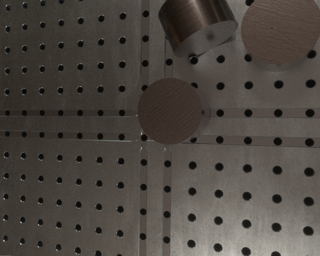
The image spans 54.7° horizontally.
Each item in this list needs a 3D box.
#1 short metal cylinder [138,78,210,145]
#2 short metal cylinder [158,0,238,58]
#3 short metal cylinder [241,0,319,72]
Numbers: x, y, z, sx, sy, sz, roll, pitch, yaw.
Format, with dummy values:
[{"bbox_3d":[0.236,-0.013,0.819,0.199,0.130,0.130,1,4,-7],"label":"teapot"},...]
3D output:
[{"bbox_3d":[0.019,-0.020,0.392,0.080,0.050,0.079,0,90,19],"label":"short metal cylinder"},{"bbox_3d":[0.045,-0.125,0.367,0.080,0.080,0.050,-25,82,18],"label":"short metal cylinder"},{"bbox_3d":[0.136,-0.108,0.352,0.080,0.050,0.079,0,90,19],"label":"short metal cylinder"}]
